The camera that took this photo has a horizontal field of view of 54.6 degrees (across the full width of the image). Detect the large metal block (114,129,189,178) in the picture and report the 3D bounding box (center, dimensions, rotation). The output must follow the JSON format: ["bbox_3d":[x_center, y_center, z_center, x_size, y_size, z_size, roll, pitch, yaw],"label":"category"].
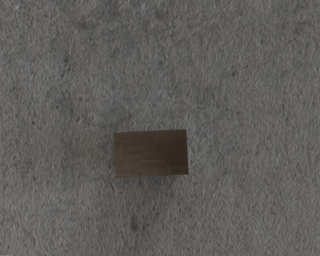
[{"bbox_3d":[-0.010,0.028,0.382,0.080,0.080,0.050,-3,90,0],"label":"large metal block"}]
